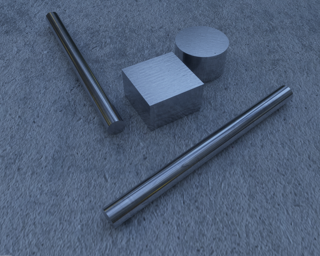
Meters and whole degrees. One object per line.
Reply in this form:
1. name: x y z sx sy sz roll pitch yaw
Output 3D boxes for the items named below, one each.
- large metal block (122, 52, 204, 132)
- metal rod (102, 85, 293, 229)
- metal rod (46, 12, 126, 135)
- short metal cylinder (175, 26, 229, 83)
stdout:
1. large metal block: 0.003 -0.053 0.431 0.081 0.050 0.080 -24 54 -19
2. metal rod: 0.063 0.022 0.384 0.302 0.025 0.025 -32 57 -24
3. metal rod: -0.127 -0.102 0.487 0.025 0.025 0.300 -22 54 -18
4. short metal cylinder: 0.063 -0.115 0.484 0.081 0.050 0.080 0 50 0
